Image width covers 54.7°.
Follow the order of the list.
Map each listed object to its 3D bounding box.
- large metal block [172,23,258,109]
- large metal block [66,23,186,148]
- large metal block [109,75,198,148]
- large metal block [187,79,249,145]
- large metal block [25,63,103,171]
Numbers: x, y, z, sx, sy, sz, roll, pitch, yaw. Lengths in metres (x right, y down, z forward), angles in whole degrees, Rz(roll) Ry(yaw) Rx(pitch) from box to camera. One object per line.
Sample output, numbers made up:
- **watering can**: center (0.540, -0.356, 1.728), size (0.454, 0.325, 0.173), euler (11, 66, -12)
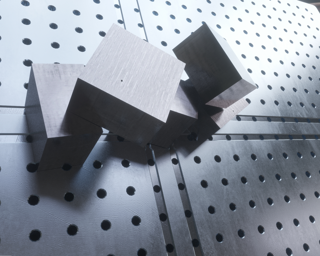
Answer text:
- **large metal block**: center (0.071, -0.074, 0.389), size (0.080, 0.050, 0.080), euler (1, 57, -61)
- **large metal block**: center (-0.030, -0.041, 0.298), size (0.080, 0.050, 0.080), euler (27, 52, -11)
- **large metal block**: center (-0.009, -0.024, 0.383), size (0.081, 0.080, 0.050), euler (17, 55, -19)
- **large metal block**: center (0.069, -0.036, 0.453), size (0.081, 0.050, 0.080), euler (-35, 81, -39)
- **large metal block**: center (-0.104, -0.010, 0.323), size (0.050, 0.080, 0.080), euler (-6, 65, -31)
